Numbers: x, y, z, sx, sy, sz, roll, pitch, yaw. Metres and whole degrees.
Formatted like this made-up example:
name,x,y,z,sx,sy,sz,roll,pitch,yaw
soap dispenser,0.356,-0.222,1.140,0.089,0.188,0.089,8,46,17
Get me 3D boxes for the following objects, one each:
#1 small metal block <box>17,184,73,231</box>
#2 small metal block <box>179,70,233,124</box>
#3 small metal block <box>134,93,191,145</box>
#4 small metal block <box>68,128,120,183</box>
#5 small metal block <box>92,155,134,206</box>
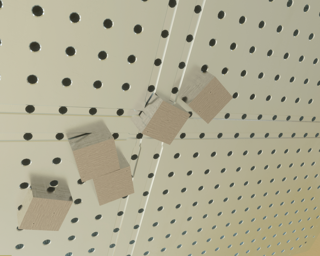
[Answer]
name,x,y,z,sx,sy,sz,roll,pitch,yaw
small metal block,-0.147,0.103,0.395,0.050,0.025,0.050,17,109,-36
small metal block,0.063,-0.042,0.422,0.050,0.025,0.050,-47,130,5
small metal block,0.003,-0.011,0.408,0.050,0.025,0.050,24,105,-37
small metal block,-0.082,0.034,0.389,0.050,0.025,0.050,-18,126,-18
small metal block,-0.065,0.071,0.421,0.050,0.025,0.050,-18,126,-19
